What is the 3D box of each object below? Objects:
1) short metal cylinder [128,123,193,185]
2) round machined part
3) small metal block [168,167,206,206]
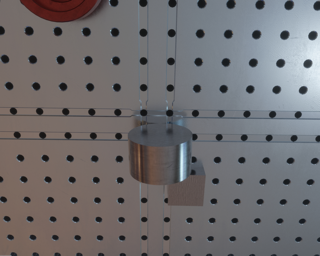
[{"bbox_3d":[0.000,0.031,0.395,0.081,0.080,0.050,0,110,0],"label":"short metal cylinder"},{"bbox_3d":[-0.108,-0.168,0.341,0.099,0.042,0.097,0,110,0],"label":"round machined part"},{"bbox_3d":[0.037,0.083,0.444,0.050,0.025,0.050,1,110,-1],"label":"small metal block"}]
